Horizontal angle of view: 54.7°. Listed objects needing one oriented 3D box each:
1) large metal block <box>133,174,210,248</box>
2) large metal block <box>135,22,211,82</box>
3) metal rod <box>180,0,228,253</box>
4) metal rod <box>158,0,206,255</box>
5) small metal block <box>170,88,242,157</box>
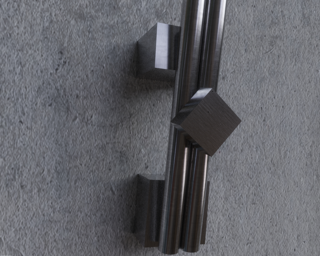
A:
[{"bbox_3d":[0.014,0.104,0.402,0.081,0.050,0.080,5,88,-20],"label":"large metal block"},{"bbox_3d":[0.020,-0.089,0.389,0.081,0.080,0.050,3,89,-20],"label":"large metal block"},{"bbox_3d":[0.048,-0.007,0.351,0.025,0.025,0.298,3,96,-20],"label":"metal rod"},{"bbox_3d":[0.024,-0.008,0.342,0.025,0.025,0.298,3,96,-20],"label":"metal rod"},{"bbox_3d":[0.048,-0.007,0.324,0.050,0.025,0.050,44,82,-21],"label":"small metal block"}]
